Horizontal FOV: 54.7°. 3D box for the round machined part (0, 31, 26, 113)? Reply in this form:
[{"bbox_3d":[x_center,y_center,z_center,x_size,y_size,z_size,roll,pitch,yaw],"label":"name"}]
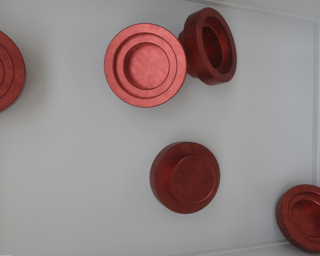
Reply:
[{"bbox_3d":[-0.196,-0.059,0.329,0.099,0.042,0.097,0,90,-21],"label":"round machined part"}]

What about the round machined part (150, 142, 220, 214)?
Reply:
[{"bbox_3d":[0.039,0.068,0.417,0.099,0.042,0.097,0,90,-21],"label":"round machined part"}]

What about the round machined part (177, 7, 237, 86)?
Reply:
[{"bbox_3d":[0.060,-0.104,0.410,0.099,0.042,0.098,13,73,-48],"label":"round machined part"}]

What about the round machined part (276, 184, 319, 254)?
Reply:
[{"bbox_3d":[0.224,0.139,0.471,0.099,0.042,0.098,2,60,-4],"label":"round machined part"}]

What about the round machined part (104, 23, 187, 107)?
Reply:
[{"bbox_3d":[-0.015,-0.076,0.382,0.099,0.042,0.097,1,100,8],"label":"round machined part"}]
